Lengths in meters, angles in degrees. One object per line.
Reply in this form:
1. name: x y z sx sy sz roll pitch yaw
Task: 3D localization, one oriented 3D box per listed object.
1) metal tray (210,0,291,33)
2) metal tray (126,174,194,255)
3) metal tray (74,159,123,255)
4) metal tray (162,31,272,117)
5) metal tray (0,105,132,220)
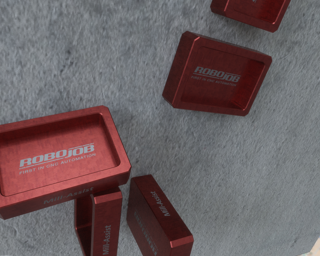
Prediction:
1. metal tray: 0.122 -0.186 0.356 0.091 0.030 0.129 5 116 -31
2. metal tray: -0.006 0.137 0.422 0.030 0.130 0.089 -6 121 -26
3. metal tray: -0.081 0.107 0.387 0.030 0.090 0.129 -7 122 -27
4. metal tray: 0.076 -0.066 0.406 0.131 0.030 0.089 5 116 -31
5. metal tray: -0.106 0.030 0.323 0.131 0.090 0.030 -13 149 -22
